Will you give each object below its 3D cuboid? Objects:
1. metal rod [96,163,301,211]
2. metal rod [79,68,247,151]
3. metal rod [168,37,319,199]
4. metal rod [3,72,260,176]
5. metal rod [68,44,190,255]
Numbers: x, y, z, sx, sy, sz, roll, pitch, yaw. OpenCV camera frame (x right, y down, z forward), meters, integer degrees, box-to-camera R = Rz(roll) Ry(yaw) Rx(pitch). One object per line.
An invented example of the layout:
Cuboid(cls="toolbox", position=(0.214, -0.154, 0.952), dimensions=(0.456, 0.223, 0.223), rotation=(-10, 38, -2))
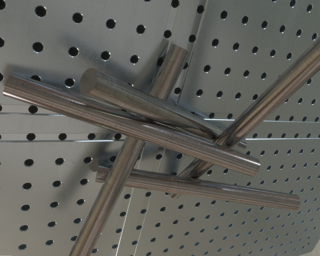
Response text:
Cuboid(cls="metal rod", position=(0.062, 0.086, 0.439), dimensions=(0.302, 0.025, 0.025), rotation=(11, 114, -13))
Cuboid(cls="metal rod", position=(0.032, -0.008, 0.385), dimensions=(0.301, 0.025, 0.025), rotation=(19, 109, -48))
Cuboid(cls="metal rod", position=(0.098, 0.006, 0.399), dimensions=(0.025, 0.025, 0.298), rotation=(12, 134, -33))
Cuboid(cls="metal rod", position=(-0.014, 0.004, 0.352), dimensions=(0.302, 0.025, 0.025), rotation=(19, 109, -19))
Cuboid(cls="metal rod", position=(-0.042, 0.040, 0.381), dimensions=(0.025, 0.025, 0.299), rotation=(23, 97, -36))
